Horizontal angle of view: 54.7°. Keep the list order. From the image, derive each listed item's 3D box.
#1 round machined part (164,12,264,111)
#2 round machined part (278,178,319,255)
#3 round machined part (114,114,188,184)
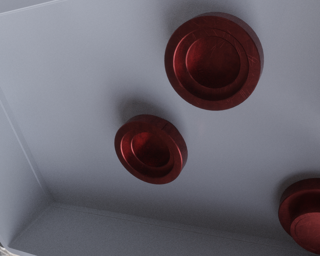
[{"bbox_3d":[0.058,-0.070,0.324,0.098,0.042,0.097,13,124,21],"label":"round machined part"},{"bbox_3d":[0.191,0.111,0.365,0.098,0.042,0.097,13,124,21],"label":"round machined part"},{"bbox_3d":[-0.008,0.024,0.417,0.098,0.042,0.097,13,124,21],"label":"round machined part"}]
